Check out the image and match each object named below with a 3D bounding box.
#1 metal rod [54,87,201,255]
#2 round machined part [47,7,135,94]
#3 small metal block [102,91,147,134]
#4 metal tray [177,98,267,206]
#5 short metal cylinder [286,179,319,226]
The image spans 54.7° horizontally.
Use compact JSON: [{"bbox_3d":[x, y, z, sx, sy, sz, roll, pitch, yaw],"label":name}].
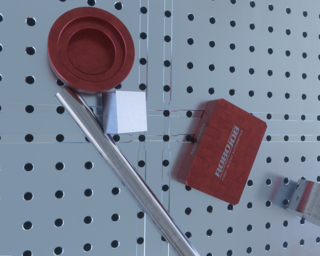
[{"bbox_3d":[-0.031,0.074,0.402,0.025,0.025,0.299,-39,103,-16],"label":"metal rod"},{"bbox_3d":[-0.083,-0.090,0.372,0.099,0.042,0.097,1,87,-21],"label":"round machined part"},{"bbox_3d":[-0.043,-0.020,0.386,0.050,0.025,0.050,-5,92,-50],"label":"small metal block"},{"bbox_3d":[0.091,0.034,0.445,0.090,0.030,0.130,26,81,-19],"label":"metal tray"},{"bbox_3d":[0.244,0.120,0.476,0.080,0.080,0.050,30,80,-18],"label":"short metal cylinder"}]
